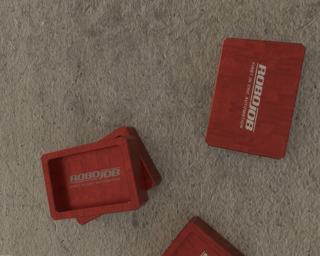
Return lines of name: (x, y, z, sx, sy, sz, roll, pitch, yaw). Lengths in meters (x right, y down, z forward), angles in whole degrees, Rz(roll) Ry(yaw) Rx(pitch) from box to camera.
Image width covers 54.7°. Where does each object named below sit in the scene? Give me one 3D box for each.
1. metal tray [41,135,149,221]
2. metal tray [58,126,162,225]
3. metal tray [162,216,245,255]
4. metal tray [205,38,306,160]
metal tray: (-0.087, 0.066, 0.404, 0.130, 0.030, 0.090, -13, 86, 19)
metal tray: (-0.074, 0.066, 0.432, 0.130, 0.030, 0.090, -31, 80, 17)
metal tray: (0.039, 0.191, 0.392, 0.090, 0.030, 0.129, 38, 102, 16)
metal tray: (0.111, -0.036, 0.367, 0.090, 0.030, 0.129, 11, 94, 19)
